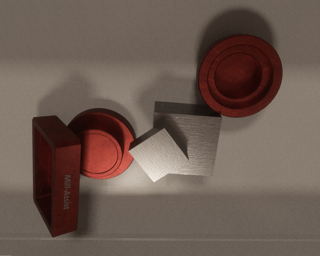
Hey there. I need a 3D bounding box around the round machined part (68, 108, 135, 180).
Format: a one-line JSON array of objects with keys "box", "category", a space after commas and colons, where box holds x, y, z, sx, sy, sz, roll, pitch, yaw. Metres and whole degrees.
[{"box": [-0.082, 0.026, 0.411, 0.099, 0.042, 0.097, 0, 110, -1], "category": "round machined part"}]

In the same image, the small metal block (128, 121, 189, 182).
[{"box": [-0.001, 0.028, 0.368, 0.050, 0.025, 0.050, -33, 107, 11], "category": "small metal block"}]

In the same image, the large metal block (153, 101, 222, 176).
[{"box": [0.030, 0.013, 0.403, 0.081, 0.050, 0.079, 4, 110, -2], "category": "large metal block"}]

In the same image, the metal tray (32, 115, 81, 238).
[{"box": [-0.134, 0.059, 0.395, 0.030, 0.090, 0.129, -8, 116, -36], "category": "metal tray"}]

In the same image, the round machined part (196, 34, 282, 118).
[{"box": [0.093, -0.065, 0.380, 0.099, 0.042, 0.097, 0, 110, -1], "category": "round machined part"}]
